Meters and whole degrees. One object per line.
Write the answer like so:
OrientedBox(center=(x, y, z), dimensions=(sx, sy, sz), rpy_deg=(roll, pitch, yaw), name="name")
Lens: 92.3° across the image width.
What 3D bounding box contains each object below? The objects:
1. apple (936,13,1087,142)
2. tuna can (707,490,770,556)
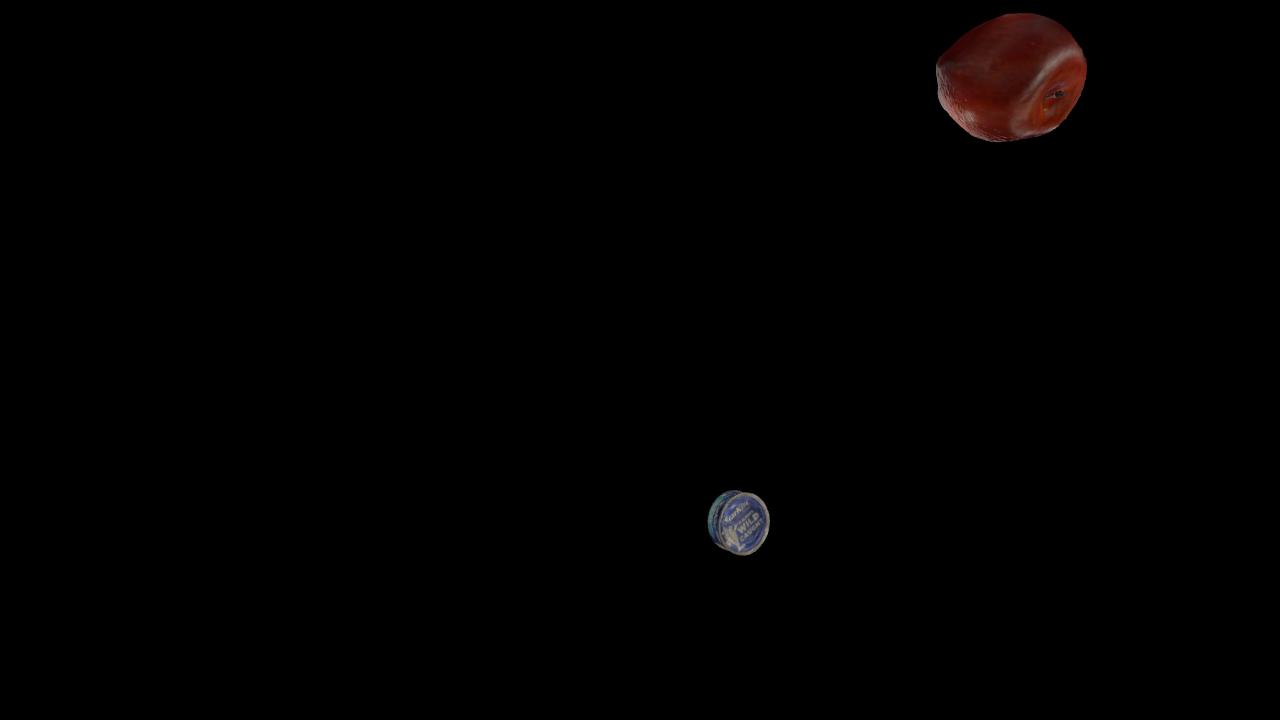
OrientedBox(center=(0.250, -0.191, 0.419), dimensions=(0.079, 0.079, 0.093), rpy_deg=(0, 35, -27), name="apple")
OrientedBox(center=(0.135, 0.222, 0.845), dimensions=(0.084, 0.084, 0.034), rpy_deg=(0, -3, -27), name="tuna can")
